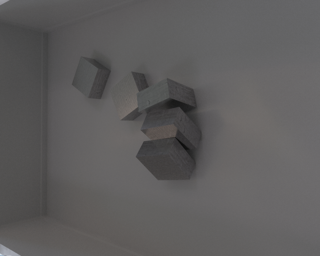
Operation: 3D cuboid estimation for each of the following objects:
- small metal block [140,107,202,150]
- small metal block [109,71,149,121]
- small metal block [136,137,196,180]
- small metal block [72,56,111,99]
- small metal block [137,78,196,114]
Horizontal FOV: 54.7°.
[{"bbox_3d":[0.014,0.004,0.376,0.050,0.050,0.025,-10,48,39],"label":"small metal block"},{"bbox_3d":[-0.040,-0.044,0.440,0.050,0.025,0.050,-33,69,35],"label":"small metal block"},{"bbox_3d":[0.008,0.040,0.382,0.050,0.050,0.025,-9,43,39],"label":"small metal block"},{"bbox_3d":[-0.111,-0.081,0.499,0.050,0.025,0.050,37,113,33],"label":"small metal block"},{"bbox_3d":[0.008,-0.034,0.382,0.050,0.050,0.025,-21,66,38],"label":"small metal block"}]
